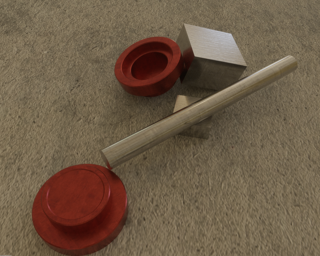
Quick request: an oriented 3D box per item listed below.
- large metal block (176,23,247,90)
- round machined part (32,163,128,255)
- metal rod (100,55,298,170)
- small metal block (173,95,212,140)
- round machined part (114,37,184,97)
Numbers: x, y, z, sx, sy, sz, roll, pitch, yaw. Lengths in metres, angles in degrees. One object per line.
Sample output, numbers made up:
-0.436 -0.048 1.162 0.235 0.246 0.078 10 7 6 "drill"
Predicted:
0.071 -0.104 0.461 0.081 0.050 0.080 6 48 -19 "large metal block"
-0.084 0.078 0.326 0.099 0.042 0.098 0 50 0 "round machined part"
0.065 -0.029 0.395 0.302 0.025 0.025 -27 55 -22 "metal rod"
0.044 -0.015 0.416 0.050 0.025 0.050 9 51 7 "small metal block"
-0.013 -0.084 0.450 0.098 0.042 0.098 -10 53 14 "round machined part"
